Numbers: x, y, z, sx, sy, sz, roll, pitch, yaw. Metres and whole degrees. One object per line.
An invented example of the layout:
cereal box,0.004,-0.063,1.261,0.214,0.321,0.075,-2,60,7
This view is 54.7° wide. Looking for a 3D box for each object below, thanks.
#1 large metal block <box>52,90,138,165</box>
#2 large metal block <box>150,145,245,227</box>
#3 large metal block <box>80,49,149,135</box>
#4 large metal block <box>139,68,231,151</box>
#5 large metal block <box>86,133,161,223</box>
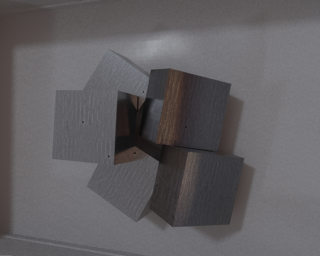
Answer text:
large metal block,-0.076,-0.002,0.367,0.080,0.050,0.079,3,90,20
large metal block,0.042,0.064,0.357,0.050,0.081,0.079,18,97,58
large metal block,-0.049,-0.045,0.412,0.080,0.050,0.080,38,102,15
large metal block,0.028,-0.021,0.362,0.081,0.050,0.079,9,94,-26
large metal block,-0.034,0.060,0.404,0.080,0.050,0.080,31,100,17
